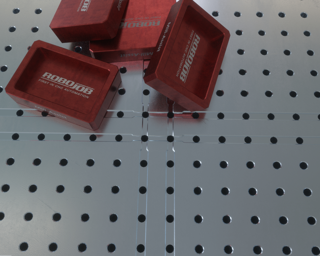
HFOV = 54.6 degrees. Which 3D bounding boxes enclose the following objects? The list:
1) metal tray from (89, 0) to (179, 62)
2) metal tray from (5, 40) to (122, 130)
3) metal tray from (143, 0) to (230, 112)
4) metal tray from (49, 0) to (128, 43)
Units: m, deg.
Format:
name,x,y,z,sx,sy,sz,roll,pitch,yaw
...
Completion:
name,x,y,z,sx,sy,sz,roll,pitch,yaw
metal tray,-0.038,-0.148,0.463,0.131,0.030,0.090,-5,70,-2
metal tray,-0.131,-0.061,0.430,0.130,0.030,0.090,20,71,7
metal tray,0.040,-0.099,0.420,0.090,0.030,0.130,29,69,-27
metal tray,-0.096,-0.185,0.453,0.090,0.030,0.130,1,61,19
